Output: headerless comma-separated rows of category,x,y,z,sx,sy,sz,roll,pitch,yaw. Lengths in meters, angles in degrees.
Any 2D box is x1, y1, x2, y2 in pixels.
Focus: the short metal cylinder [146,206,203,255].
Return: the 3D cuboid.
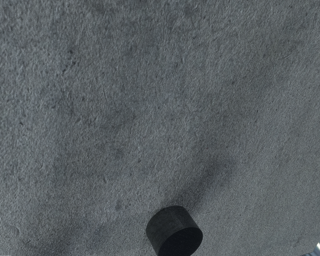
short metal cylinder,0.023,0.176,0.512,0.081,0.050,0.079,-14,124,-21
